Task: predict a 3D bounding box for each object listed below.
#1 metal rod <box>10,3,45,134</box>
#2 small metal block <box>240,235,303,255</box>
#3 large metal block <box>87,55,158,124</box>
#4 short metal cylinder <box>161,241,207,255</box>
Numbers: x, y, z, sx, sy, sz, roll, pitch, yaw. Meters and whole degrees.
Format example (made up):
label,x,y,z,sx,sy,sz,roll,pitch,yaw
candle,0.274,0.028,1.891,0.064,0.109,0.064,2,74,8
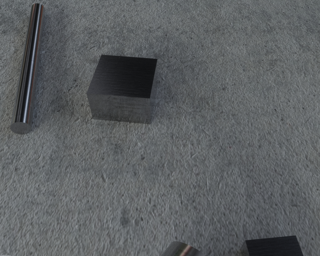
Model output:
label,x,y,z,sx,sy,sz,roll,pitch,yaw
metal rod,-0.206,-0.113,0.494,0.025,0.025,0.300,-7,50,-7
small metal block,0.109,0.133,0.293,0.050,0.025,0.050,-4,50,-4
large metal block,-0.048,-0.055,0.432,0.080,0.050,0.080,5,50,4
short metal cylinder,0.024,0.140,0.250,0.080,0.080,0.050,32,57,24
